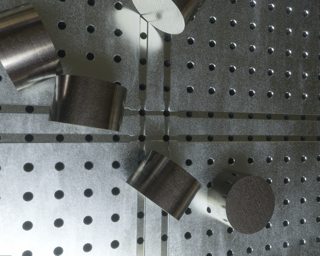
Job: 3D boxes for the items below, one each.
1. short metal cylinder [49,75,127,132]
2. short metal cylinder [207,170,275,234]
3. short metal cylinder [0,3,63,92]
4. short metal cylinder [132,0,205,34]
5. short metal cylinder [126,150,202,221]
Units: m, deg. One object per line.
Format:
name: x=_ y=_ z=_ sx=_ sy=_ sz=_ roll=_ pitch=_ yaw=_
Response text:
short metal cylinder: x=-0.081 y=-0.026 z=0.354 sx=0.081 sy=0.080 sz=0.050 roll=10 pitch=87 yaw=-20
short metal cylinder: x=0.115 y=0.104 z=0.444 sx=0.081 sy=0.050 sz=0.079 roll=0 pitch=90 yaw=-21
short metal cylinder: x=-0.146 y=-0.085 z=0.330 sx=0.050 sy=0.080 sz=0.080 roll=-28 pitch=100 yaw=-18
short metal cylinder: x=0.011 y=-0.165 z=0.388 sx=0.080 sy=0.080 sz=0.050 roll=38 pitch=78 yaw=-17
short metal cylinder: x=0.005 y=0.071 z=0.386 sx=0.080 sy=0.080 sz=0.050 roll=40 pitch=77 yaw=-16
